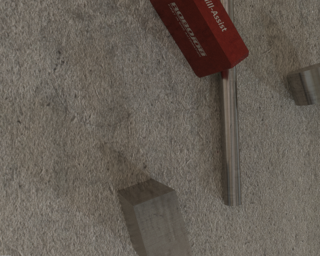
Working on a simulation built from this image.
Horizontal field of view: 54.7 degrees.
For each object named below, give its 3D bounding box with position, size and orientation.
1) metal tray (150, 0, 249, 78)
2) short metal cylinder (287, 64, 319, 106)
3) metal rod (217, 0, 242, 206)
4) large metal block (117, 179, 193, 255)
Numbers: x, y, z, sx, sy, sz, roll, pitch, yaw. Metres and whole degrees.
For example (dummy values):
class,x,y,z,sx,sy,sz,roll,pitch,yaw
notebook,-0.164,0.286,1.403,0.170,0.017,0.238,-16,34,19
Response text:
class,x,y,z,sx,sy,sz,roll,pitch,yaw
metal tray,0.046,-0.131,0.392,0.030,0.090,0.130,-38,103,-16
short metal cylinder,0.242,-0.070,0.471,0.081,0.080,0.050,-21,97,-19
metal rod,0.099,-0.039,0.447,0.025,0.025,0.298,-3,91,-20
large metal block,-0.009,0.114,0.377,0.050,0.080,0.080,-17,96,-20
